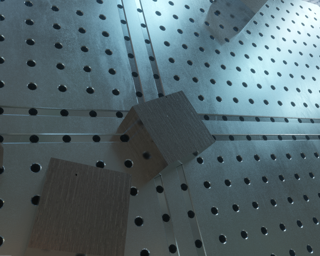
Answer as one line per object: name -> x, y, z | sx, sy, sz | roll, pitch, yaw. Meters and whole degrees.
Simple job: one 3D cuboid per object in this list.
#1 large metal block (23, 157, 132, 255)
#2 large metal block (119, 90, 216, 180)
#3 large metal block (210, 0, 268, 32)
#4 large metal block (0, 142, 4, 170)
large metal block -> -0.077, 0.083, 0.300 | 0.080, 0.050, 0.080 | 16, 56, -19
large metal block -> 0.009, 0.007, 0.392 | 0.081, 0.050, 0.080 | -22, 73, -36
large metal block -> 0.163, -0.255, 0.634 | 0.080, 0.050, 0.080 | 41, 51, 0
large metal block -> -0.200, 0.010, 0.278 | 0.081, 0.050, 0.080 | -23, 74, -36
